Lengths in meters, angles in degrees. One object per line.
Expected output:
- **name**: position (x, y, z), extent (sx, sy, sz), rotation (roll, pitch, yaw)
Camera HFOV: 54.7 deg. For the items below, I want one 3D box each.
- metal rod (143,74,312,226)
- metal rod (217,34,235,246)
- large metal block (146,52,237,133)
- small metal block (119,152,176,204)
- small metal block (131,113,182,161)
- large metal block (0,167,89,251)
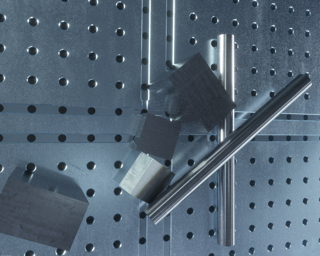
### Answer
- **metal rod**: position (0.101, 0.020, 0.421), extent (0.301, 0.025, 0.025), rotation (-38, 103, -15)
- **metal rod**: position (0.095, 0.017, 0.447), extent (0.025, 0.025, 0.298), rotation (0, 90, -20)
- **large metal block**: position (0.037, -0.041, 0.397), extent (0.050, 0.080, 0.080), rotation (-42, 103, -15)
- **small metal block**: position (-0.015, 0.066, 0.395), extent (0.050, 0.025, 0.050), rotation (41, 80, -43)
- **small metal block**: position (-0.005, 0.012, 0.411), extent (0.050, 0.025, 0.050), rotation (19, 84, -19)
- **large metal block**: position (-0.129, 0.084, 0.336), extent (0.080, 0.080, 0.050), rotation (24, 82, -19)
